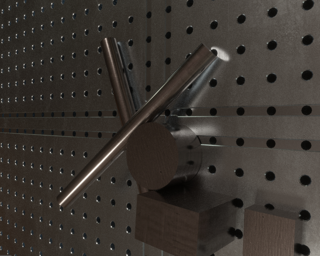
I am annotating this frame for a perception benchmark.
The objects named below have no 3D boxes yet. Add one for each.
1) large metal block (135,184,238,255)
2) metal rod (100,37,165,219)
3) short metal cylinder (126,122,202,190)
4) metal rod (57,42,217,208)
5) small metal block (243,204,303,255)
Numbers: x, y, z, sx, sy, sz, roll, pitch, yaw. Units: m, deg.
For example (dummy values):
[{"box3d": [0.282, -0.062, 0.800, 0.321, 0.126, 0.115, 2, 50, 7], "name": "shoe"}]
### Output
[{"box3d": [0.030, 0.101, 0.347, 0.080, 0.081, 0.050, 6, 94, 39], "name": "large metal block"}, {"box3d": [-0.038, 0.009, 0.438, 0.025, 0.025, 0.299, -26, 74, 37], "name": "metal rod"}, {"box3d": [0.005, 0.033, 0.386, 0.080, 0.050, 0.079, -1, 88, 38], "name": "short metal cylinder"}, {"box3d": [-0.042, 0.009, 0.410, 0.299, 0.025, 0.025, -45, 63, 19], "name": "metal rod"}, {"box3d": [0.114, 0.109, 0.314, 0.050, 0.025, 0.050, 3, 92, 39], "name": "small metal block"}]
